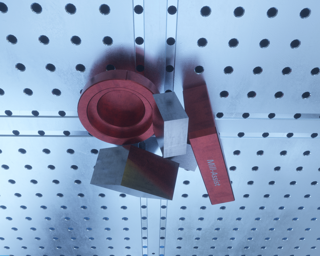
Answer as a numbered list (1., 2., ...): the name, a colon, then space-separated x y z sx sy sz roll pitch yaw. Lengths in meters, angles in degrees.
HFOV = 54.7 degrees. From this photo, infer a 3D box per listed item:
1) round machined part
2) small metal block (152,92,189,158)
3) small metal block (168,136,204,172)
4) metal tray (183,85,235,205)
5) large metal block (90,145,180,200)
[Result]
1. round machined part: -0.046 -0.029 0.375 0.099 0.042 0.097 -1 130 0
2. small metal block: 0.010 -0.004 0.338 0.025 0.050 0.050 -9 130 -11
3. small metal block: 0.032 0.029 0.431 0.050 0.025 0.050 16 134 0
4. metal tray: 0.062 0.023 0.389 0.030 0.090 0.129 -14 129 11
5. large metal block: -0.034 0.062 0.417 0.080 0.050 0.080 25 159 -33
